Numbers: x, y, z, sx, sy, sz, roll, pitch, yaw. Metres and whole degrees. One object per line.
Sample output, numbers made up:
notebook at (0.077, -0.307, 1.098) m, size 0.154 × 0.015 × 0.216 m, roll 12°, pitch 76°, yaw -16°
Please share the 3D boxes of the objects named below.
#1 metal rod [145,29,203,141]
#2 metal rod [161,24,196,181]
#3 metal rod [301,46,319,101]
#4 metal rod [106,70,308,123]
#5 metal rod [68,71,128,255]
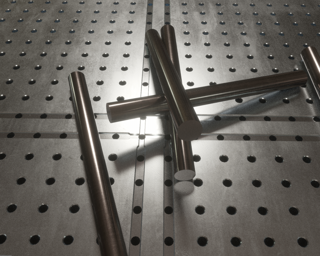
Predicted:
metal rod at (0.007, -0.080, 0.422) m, size 0.025 × 0.025 × 0.300 m, roll -6°, pitch 34°, yaw -6°
metal rod at (0.021, -0.059, 0.457) m, size 0.025 × 0.025 × 0.300 m, roll -2°, pitch 50°, yaw -2°
metal rod at (0.243, -0.011, 0.419) m, size 0.025 × 0.025 × 0.300 m, roll 2°, pitch 50°, yaw 1°
metal rod at (0.078, -0.047, 0.423) m, size 0.303 × 0.025 × 0.025 m, roll -12°, pitch 51°, yaw -20°
metal rod at (-0.082, 0.034, 0.378) m, size 0.025 × 0.025 × 0.299 m, roll -13°, pitch 51°, yaw -11°
